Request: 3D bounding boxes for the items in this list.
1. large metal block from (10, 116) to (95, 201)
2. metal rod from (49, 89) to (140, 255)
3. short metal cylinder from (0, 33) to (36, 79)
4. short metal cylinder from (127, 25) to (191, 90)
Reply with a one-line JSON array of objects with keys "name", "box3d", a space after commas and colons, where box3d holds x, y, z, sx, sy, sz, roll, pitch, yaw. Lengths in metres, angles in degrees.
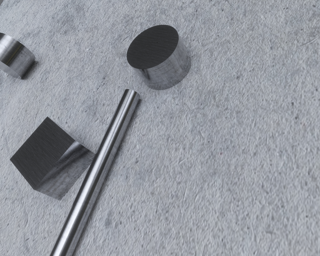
[{"name": "large metal block", "box3d": [-0.152, 0.042, 0.442, 0.080, 0.050, 0.080, 32, 79, 38]}, {"name": "metal rod", "box3d": [-0.091, 0.080, 0.402, 0.025, 0.025, 0.300, 8, 65, 31]}, {"name": "short metal cylinder", "box3d": [-0.296, -0.141, 0.610, 0.080, 0.080, 0.050, 18, 71, 35]}, {"name": "short metal cylinder", "box3d": [-0.001, -0.102, 0.451, 0.080, 0.050, 0.080, -13, 56, 21]}]
